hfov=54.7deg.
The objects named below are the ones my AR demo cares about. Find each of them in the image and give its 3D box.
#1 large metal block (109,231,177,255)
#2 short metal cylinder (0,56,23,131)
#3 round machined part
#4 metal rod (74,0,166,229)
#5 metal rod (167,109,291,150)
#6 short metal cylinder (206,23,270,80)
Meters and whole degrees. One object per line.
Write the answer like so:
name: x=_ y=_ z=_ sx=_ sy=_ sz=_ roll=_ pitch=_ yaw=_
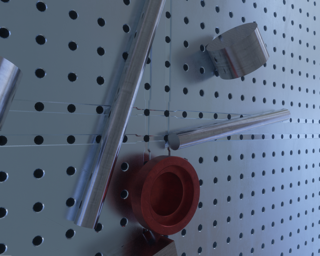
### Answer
large metal block: x=-0.020 y=0.185 z=0.376 sx=0.081 sy=0.050 sz=0.080 roll=-20 pitch=103 yaw=-38
short metal cylinder: x=-0.157 y=-0.034 z=0.241 sx=0.080 sy=0.080 sz=0.050 roll=24 pitch=75 yaw=-38
round machined part: x=0.003 y=0.084 z=0.401 sx=0.099 sy=0.042 sz=0.097 roll=0 pitch=90 yaw=-40
metal rod: x=-0.043 y=-0.033 z=0.372 sx=0.025 sy=0.025 sz=0.299 roll=26 pitch=74 yaw=-37
metal rod: x=0.133 y=-0.004 z=0.520 sx=0.302 sy=0.025 sz=0.025 roll=-11 pitch=97 yaw=-39
short metal cylinder: x=0.118 y=-0.117 z=0.472 sx=0.080 sy=0.080 sz=0.050 roll=-47 pitch=118 yaw=-30
